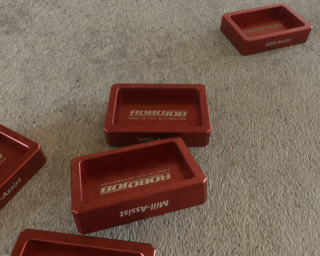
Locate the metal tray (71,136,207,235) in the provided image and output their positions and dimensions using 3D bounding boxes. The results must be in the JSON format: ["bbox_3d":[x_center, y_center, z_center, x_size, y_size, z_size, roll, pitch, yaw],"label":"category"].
[{"bbox_3d":[-0.026,0.055,0.333,0.131,0.030,0.090,-11,31,-11],"label":"metal tray"}]

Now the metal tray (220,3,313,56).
[{"bbox_3d":[0.186,-0.178,0.550,0.131,0.030,0.090,-15,52,-12],"label":"metal tray"}]

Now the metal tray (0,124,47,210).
[{"bbox_3d":[-0.209,0.056,0.350,0.090,0.030,0.130,23,54,18],"label":"metal tray"}]

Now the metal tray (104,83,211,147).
[{"bbox_3d":[-0.003,-0.019,0.414,0.131,0.030,0.090,0,49,0],"label":"metal tray"}]

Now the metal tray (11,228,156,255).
[{"bbox_3d":[-0.074,0.146,0.276,0.131,0.030,0.090,6,50,4],"label":"metal tray"}]
